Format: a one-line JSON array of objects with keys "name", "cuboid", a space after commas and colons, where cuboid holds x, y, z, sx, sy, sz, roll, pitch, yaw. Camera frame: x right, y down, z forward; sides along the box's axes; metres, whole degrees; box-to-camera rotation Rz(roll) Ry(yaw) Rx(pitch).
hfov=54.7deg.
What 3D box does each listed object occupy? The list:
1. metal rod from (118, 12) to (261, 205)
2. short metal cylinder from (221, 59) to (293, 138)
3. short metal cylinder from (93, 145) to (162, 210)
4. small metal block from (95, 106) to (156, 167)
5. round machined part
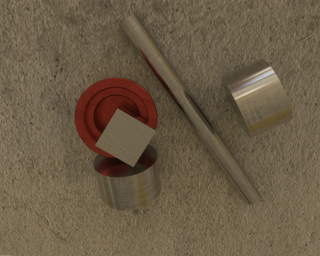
[{"name": "metal rod", "cuboid": [0.048, -0.013, 0.405, 0.025, 0.025, 0.300, -34, 107, 11]}, {"name": "short metal cylinder", "cuboid": [0.113, -0.034, 0.369, 0.050, 0.080, 0.080, -26, 108, 9]}, {"name": "short metal cylinder", "cuboid": [-0.041, 0.059, 0.399, 0.080, 0.080, 0.050, -5, 117, 2]}, {"name": "small metal block", "cuboid": [-0.039, 0.009, 0.361, 0.050, 0.025, 0.050, 31, 98, -8]}, {"name": "round machined part", "cuboid": [-0.053, -0.015, 0.390, 0.099, 0.042, 0.097, -1, 101, -3]}]
